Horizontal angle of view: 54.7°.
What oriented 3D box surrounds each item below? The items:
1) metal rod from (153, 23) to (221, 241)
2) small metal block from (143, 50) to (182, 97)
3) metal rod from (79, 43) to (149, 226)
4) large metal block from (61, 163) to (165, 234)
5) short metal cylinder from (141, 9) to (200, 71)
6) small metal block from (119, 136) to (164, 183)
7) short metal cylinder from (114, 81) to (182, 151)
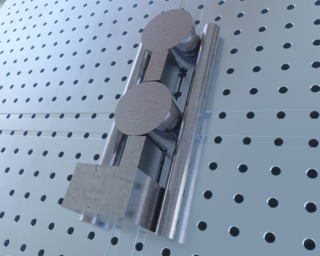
[{"bbox_3d":[0.041,-0.014,0.394,0.025,0.025,0.300,1,62,29],"label":"metal rod"},{"bbox_3d":[0.005,-0.072,0.432,0.025,0.050,0.050,1,62,29],"label":"small metal block"},{"bbox_3d":[-0.052,-0.014,0.443,0.025,0.025,0.300,1,62,29],"label":"metal rod"},{"bbox_3d":[-0.046,0.080,0.348,0.080,0.080,0.050,1,62,28],"label":"large metal block"},{"bbox_3d":[0.019,-0.129,0.461,0.080,0.050,0.080,-13,56,21],"label":"short metal cylinder"},{"bbox_3d":[-0.022,0.043,0.377,0.025,0.050,0.050,0,62,28],"label":"small metal block"},{"bbox_3d":[-0.012,-0.014,0.407,0.080,0.050,0.080,-13,56,21],"label":"short metal cylinder"}]
